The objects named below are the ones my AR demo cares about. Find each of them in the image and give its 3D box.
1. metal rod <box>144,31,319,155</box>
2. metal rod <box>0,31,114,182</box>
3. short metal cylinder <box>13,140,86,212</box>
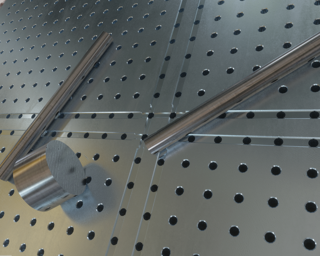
[{"bbox_3d":[0.113,-0.053,0.381,0.300,0.025,0.025,-32,52,7],"label":"metal rod"},{"bbox_3d":[-0.175,-0.044,0.526,0.025,0.025,0.300,24,74,36],"label":"metal rod"},{"bbox_3d":[-0.143,0.063,0.410,0.050,0.080,0.080,-28,52,10],"label":"short metal cylinder"}]
